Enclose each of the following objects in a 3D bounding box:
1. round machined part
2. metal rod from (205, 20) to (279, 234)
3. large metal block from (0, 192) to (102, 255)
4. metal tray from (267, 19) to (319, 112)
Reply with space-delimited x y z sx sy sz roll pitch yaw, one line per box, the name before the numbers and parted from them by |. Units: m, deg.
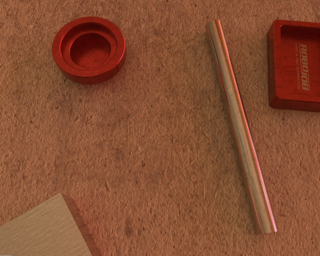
round machined part | -0.096 -0.104 0.436 0.099 0.042 0.098 0 70 -1
metal rod | 0.104 -0.016 0.415 0.025 0.025 0.299 -8 70 -3
large metal block | -0.123 0.131 0.346 0.080 0.050 0.080 -30 73 -11
metal tray | 0.203 -0.089 0.440 0.091 0.030 0.130 5 70 1
